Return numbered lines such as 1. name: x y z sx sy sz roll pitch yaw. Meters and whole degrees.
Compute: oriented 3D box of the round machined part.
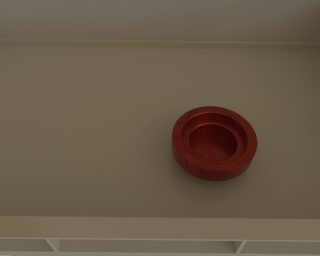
1. round machined part: 0.063 0.023 0.376 0.099 0.042 0.098 0 50 0
